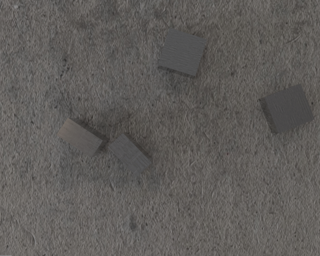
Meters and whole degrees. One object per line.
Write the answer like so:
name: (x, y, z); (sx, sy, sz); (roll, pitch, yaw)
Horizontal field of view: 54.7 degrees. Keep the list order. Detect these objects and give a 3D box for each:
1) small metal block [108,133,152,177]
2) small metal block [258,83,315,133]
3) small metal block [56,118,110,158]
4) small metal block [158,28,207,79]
small metal block: (-0.036, 0.032, 0.397); (0.025, 0.050, 0.050); (-44, 90, 0)
small metal block: (0.167, -0.025, 0.411); (0.050, 0.025, 0.050); (-21, 90, 0)
small metal block: (-0.096, 0.012, 0.397); (0.050, 0.050, 0.025); (34, 90, 0)
small metal block: (0.029, -0.098, 0.410); (0.050, 0.025, 0.050); (17, 90, 0)
